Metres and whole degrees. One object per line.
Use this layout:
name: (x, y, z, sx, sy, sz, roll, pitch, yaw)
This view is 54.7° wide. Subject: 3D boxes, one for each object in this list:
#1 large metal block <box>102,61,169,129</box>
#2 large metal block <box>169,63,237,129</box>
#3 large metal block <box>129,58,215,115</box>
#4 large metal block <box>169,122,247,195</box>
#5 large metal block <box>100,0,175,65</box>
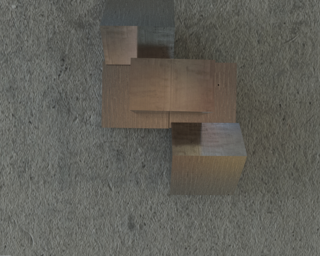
large metal block: (-0.029, -0.040, 0.397, 0.081, 0.050, 0.079, 1, 90, -1)
large metal block: (0.052, -0.039, 0.398, 0.081, 0.050, 0.079, 1, 90, -1)
large metal block: (0.012, -0.041, 0.334, 0.081, 0.080, 0.050, 1, 90, -1)
large metal block: (0.053, 0.039, 0.378, 0.081, 0.079, 0.050, 0, 46, -1)
large metal block: (-0.024, -0.121, 0.377, 0.081, 0.050, 0.080, 1, 46, 0)
